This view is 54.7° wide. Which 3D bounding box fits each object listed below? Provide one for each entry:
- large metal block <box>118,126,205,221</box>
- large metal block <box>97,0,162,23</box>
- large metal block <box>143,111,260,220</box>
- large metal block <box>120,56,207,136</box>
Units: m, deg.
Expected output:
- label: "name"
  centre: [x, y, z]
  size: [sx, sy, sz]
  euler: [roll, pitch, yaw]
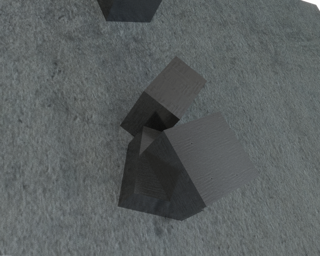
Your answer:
- label: "large metal block"
  centre: [0.004, 0.054, 0.358]
  size: [0.081, 0.050, 0.080]
  euler: [18, 55, -18]
- label: "large metal block"
  centre: [-0.043, -0.211, 0.476]
  size: [0.081, 0.080, 0.050]
  euler: [-11, 68, -33]
- label: "large metal block"
  centre: [0.043, 0.037, 0.326]
  size: [0.081, 0.050, 0.080]
  euler: [-18, 72, -36]
- label: "large metal block"
  centre: [0.004, -0.031, 0.391]
  size: [0.050, 0.080, 0.080]
  euler: [39, 51, -3]
